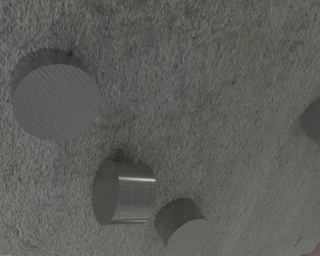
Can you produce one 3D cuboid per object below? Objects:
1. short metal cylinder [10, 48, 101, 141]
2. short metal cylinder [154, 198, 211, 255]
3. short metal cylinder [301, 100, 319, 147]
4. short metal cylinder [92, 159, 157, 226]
[{"bbox_3d":[-0.106,-0.034,0.312,0.081,0.050,0.079,-14,124,-21],"label":"short metal cylinder"},{"bbox_3d":[0.037,0.163,0.512,0.081,0.050,0.079,-14,124,-21],"label":"short metal cylinder"},{"bbox_3d":[0.291,-0.006,0.526,0.050,0.080,0.080,30,102,-38],"label":"short metal cylinder"},{"bbox_3d":[-0.048,0.082,0.396,0.050,0.080,0.079,10,113,-33],"label":"short metal cylinder"}]
